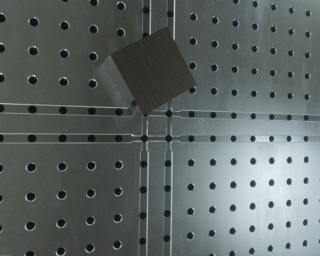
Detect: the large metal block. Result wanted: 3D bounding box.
[{"bbox_3d":[-0.014,-0.069,0.394,0.080,0.050,0.080,-32,101,-17],"label":"large metal block"}]
